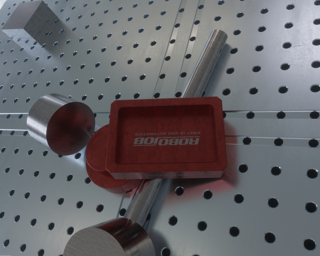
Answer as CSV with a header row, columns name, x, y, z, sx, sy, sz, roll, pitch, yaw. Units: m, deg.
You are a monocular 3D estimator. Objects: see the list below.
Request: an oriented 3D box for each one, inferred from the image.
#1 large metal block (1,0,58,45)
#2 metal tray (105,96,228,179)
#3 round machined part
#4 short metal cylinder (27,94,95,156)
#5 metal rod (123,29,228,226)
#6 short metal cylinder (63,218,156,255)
name,x,y,z,sx,sy,sz,roll,pitch,yaw
large metal block,-0.288,-0.231,0.686,0.080,0.050,0.080,10,67,32
metal tray,0.008,0.011,0.360,0.131,0.030,0.090,-2,66,4
round machined part,-0.058,0.032,0.408,0.098,0.042,0.098,-13,56,21
short metal cylinder,-0.143,-0.006,0.452,0.050,0.080,0.080,21,73,36
metal rod,0.023,-0.004,0.398,0.025,0.025,0.300,13,68,33
short metal cylinder,-0.052,0.137,0.317,0.080,0.050,0.080,-2,85,26
